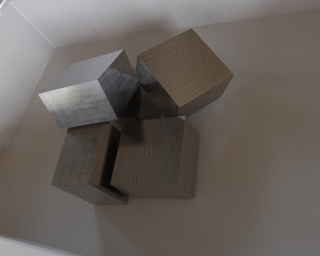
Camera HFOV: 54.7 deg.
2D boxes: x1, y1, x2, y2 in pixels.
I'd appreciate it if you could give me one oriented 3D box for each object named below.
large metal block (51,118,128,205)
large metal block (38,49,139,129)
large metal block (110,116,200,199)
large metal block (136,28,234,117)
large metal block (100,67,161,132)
[{"bbox_3d":[-0.076,0.044,0.380,0.050,0.080,0.080,-6,59,25],"label":"large metal block"},{"bbox_3d":[-0.081,-0.047,0.374,0.080,0.050,0.080,-9,33,23],"label":"large metal block"},{"bbox_3d":[-0.003,0.036,0.363,0.080,0.050,0.080,-5,59,25],"label":"large metal block"},{"bbox_3d":[0.027,-0.062,0.378,0.080,0.050,0.080,-32,73,-19],"label":"large metal block"},{"bbox_3d":[-0.044,-0.037,0.432,0.080,0.050,0.080,-1,61,27],"label":"large metal block"}]
